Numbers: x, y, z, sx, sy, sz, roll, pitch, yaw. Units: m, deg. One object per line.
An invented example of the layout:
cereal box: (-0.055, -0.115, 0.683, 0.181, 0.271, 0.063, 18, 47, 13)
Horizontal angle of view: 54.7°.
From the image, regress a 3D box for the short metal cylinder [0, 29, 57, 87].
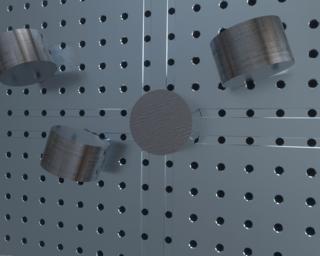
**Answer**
short metal cylinder: (-0.199, -0.101, 0.454, 0.080, 0.080, 0.050, -24, 82, 18)

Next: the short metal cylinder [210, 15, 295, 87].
short metal cylinder: (0.102, -0.083, 0.347, 0.080, 0.080, 0.050, -17, 84, 19)

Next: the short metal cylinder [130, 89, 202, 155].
short metal cylinder: (0.009, -0.007, 0.396, 0.080, 0.050, 0.079, 0, 90, 20)

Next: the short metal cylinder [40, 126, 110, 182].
short metal cylinder: (-0.115, 0.034, 0.424, 0.080, 0.080, 0.050, 22, 98, 18)
